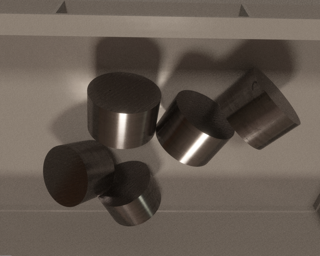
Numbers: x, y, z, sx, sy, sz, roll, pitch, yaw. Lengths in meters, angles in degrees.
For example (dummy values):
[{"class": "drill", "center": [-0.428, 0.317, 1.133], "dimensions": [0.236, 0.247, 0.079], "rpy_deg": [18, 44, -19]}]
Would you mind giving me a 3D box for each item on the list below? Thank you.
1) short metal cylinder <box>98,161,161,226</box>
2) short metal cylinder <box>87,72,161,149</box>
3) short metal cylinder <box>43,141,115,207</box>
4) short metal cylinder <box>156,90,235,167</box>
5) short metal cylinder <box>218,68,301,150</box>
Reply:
[{"class": "short metal cylinder", "center": [-0.044, 0.095, 0.453], "dimensions": [0.080, 0.080, 0.050], "rpy_deg": [-14, 129, 11]}, {"class": "short metal cylinder", "center": [-0.042, -0.022, 0.354], "dimensions": [0.081, 0.080, 0.050], "rpy_deg": [6, 130, -6]}, {"class": "short metal cylinder", "center": [-0.108, 0.059, 0.414], "dimensions": [0.080, 0.050, 0.079], "rpy_deg": [4, 97, 30]}, {"class": "short metal cylinder", "center": [0.042, 0.000, 0.374], "dimensions": [0.080, 0.080, 0.050], "rpy_deg": [22, 127, -18]}, {"class": "short metal cylinder", "center": [0.114, -0.022, 0.356], "dimensions": [0.080, 0.080, 0.050], "rpy_deg": [34, 122, -26]}]
